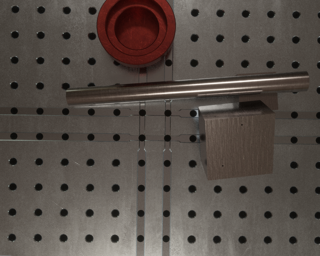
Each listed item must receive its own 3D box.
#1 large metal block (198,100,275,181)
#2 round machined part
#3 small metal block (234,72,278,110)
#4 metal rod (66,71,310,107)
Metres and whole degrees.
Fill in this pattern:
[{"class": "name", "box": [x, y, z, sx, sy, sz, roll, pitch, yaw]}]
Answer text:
[{"class": "large metal block", "box": [0.094, 0.014, 0.389, 0.081, 0.050, 0.079, -6, 113, -1]}, {"class": "round machined part", "box": [-0.029, -0.127, 0.404, 0.099, 0.042, 0.097, 0, 90, -1]}, {"class": "small metal block", "box": [0.127, -0.047, 0.415, 0.050, 0.025, 0.050, -4, 90, -1]}, {"class": "metal rod", "box": [0.030, -0.049, 0.397, 0.302, 0.025, 0.025, -3, 90, 6]}]
